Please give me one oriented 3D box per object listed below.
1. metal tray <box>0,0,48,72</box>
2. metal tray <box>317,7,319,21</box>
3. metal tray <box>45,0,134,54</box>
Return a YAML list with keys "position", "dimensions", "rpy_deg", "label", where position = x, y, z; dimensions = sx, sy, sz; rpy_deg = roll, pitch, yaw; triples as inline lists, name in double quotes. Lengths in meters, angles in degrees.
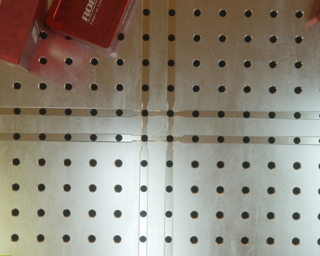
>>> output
- position: [-0.159, -0.116, 0.358]
  dimensions: [0.030, 0.130, 0.090]
  rpy_deg: [18, 90, -20]
  label: "metal tray"
- position: [0.275, -0.199, 0.412]
  dimensions: [0.090, 0.030, 0.129]
  rpy_deg: [16, 90, 0]
  label: "metal tray"
- position: [-0.083, -0.176, 0.410]
  dimensions: [0.090, 0.030, 0.130]
  rpy_deg: [22, 90, 0]
  label: "metal tray"
